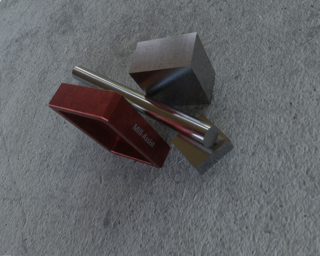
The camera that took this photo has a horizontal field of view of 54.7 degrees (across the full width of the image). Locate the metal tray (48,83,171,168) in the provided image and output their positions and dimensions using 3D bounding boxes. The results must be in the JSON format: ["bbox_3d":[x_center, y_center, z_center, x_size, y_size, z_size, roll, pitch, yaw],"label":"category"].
[{"bbox_3d":[-0.054,0.000,0.365,0.090,0.130,0.030,13,69,33],"label":"metal tray"}]

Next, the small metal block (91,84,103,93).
[{"bbox_3d":[-0.082,-0.027,0.447,0.025,0.050,0.050,-39,51,2],"label":"small metal block"}]

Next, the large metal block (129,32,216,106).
[{"bbox_3d":[0.019,-0.071,0.401,0.080,0.080,0.050,-2,61,27],"label":"large metal block"}]

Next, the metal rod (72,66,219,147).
[{"bbox_3d":[-0.043,-0.043,0.435,0.300,0.025,0.025,28,77,42],"label":"metal rod"}]

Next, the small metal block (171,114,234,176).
[{"bbox_3d":[0.050,0.019,0.367,0.050,0.025,0.050,-41,51,0],"label":"small metal block"}]
